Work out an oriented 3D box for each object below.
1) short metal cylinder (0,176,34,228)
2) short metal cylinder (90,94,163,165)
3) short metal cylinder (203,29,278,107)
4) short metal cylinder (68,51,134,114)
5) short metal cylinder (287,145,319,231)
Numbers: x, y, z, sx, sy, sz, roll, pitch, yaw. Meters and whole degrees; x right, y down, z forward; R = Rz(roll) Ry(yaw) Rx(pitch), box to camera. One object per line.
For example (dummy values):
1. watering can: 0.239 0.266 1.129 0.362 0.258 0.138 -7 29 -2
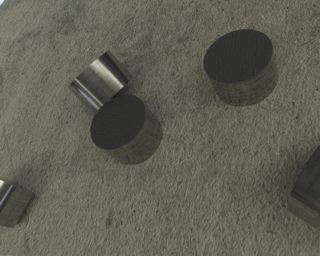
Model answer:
1. short metal cylinder: -0.225 0.096 0.428 0.080 0.080 0.050 15 70 34
2. short metal cylinder: -0.043 0.003 0.409 0.080 0.050 0.080 -13 56 21
3. short metal cylinder: 0.100 -0.073 0.380 0.080 0.050 0.080 -13 56 21
4. short metal cylinder: -0.085 -0.066 0.447 0.080 0.050 0.080 -40 11 10
5. short metal cylinder: 0.152 0.051 0.258 0.050 0.080 0.080 33 80 38
